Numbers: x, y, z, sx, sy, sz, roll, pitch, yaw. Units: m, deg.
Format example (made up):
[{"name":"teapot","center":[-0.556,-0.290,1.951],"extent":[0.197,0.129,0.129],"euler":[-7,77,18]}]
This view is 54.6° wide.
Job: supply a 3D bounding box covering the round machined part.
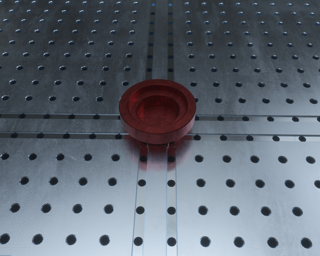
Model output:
[{"name":"round machined part","center":[-0.003,-0.017,0.410],"extent":[0.099,0.042,0.098],"euler":[0,50,0]}]
